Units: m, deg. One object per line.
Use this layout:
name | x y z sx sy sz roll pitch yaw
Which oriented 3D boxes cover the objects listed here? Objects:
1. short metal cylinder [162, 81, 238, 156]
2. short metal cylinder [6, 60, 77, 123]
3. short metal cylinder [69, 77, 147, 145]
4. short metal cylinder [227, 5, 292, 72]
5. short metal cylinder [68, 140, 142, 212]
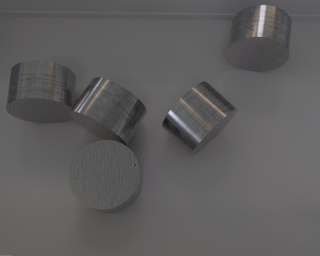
short metal cylinder | 0.049 -0.011 0.385 0.080 0.080 0.050 -41 75 -14
short metal cylinder | -0.149 -0.043 0.395 0.081 0.080 0.050 -3 70 -1
short metal cylinder | -0.064 -0.018 0.387 0.080 0.080 0.050 27 72 9
short metal cylinder | 0.136 -0.120 0.425 0.080 0.080 0.050 11 71 4
short metal cylinder | -0.063 0.060 0.374 0.081 0.050 0.080 0 70 0
